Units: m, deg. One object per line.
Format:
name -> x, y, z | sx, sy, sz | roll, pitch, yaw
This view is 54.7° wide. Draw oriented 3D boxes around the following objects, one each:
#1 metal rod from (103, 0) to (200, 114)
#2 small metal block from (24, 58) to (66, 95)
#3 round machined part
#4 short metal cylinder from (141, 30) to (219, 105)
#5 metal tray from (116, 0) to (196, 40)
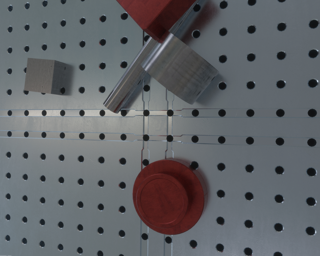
metal rod -> 0.019, -0.144, 0.405 | 0.025, 0.025, 0.299 | 41, 103, 15
small metal block -> -0.177, -0.079, 0.475 | 0.050, 0.025, 0.050 | 9, 93, 19
round machined part -> 0.009, 0.090, 0.400 | 0.098, 0.042, 0.097 | 0, 90, 20
short metal cylinder -> 0.024, -0.073, 0.375 | 0.080, 0.080, 0.050 | 42, 103, 15
metal tray -> -0.012, -0.183, 0.392 | 0.090, 0.030, 0.130 | -45, 57, 14
